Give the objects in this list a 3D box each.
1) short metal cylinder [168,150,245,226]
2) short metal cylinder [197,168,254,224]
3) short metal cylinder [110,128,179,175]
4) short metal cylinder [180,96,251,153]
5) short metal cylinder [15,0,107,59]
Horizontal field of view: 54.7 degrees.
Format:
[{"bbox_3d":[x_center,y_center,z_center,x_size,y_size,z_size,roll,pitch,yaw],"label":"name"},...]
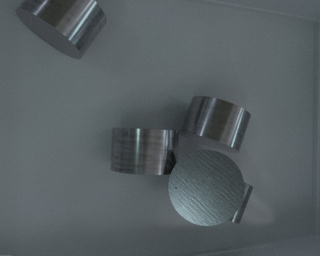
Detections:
[{"bbox_3d":[0.054,0.068,0.352,0.080,0.050,0.080,-3,75,13],"label":"short metal cylinder"},{"bbox_3d":[0.076,0.087,0.411,0.080,0.080,0.050,26,81,-19],"label":"short metal cylinder"},{"bbox_3d":[-0.018,0.026,0.376,0.081,0.080,0.050,3,89,-20],"label":"short metal cylinder"},{"bbox_3d":[0.073,-0.004,0.410,0.080,0.080,0.050,22,83,-19],"label":"short metal cylinder"},{"bbox_3d":[-0.107,-0.121,0.342,0.080,0.080,0.050,34,79,-17],"label":"short metal cylinder"}]
